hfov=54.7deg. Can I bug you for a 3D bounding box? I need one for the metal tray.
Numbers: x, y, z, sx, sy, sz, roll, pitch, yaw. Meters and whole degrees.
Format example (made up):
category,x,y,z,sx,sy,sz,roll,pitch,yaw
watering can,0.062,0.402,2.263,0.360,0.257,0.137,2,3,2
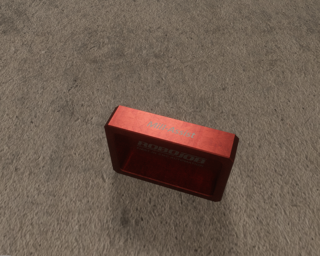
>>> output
category,x,y,z,sx,sy,sz,roll,pitch,yaw
metal tray,0.010,0.030,0.335,0.131,0.089,0.030,15,52,11
